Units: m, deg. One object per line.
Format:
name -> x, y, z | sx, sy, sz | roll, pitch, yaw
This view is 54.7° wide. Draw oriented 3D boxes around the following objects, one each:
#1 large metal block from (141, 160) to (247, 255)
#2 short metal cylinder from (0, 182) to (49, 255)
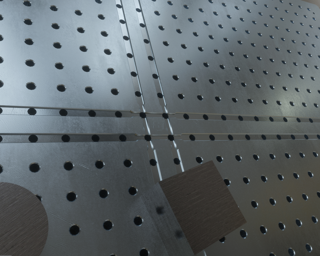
large metal block -> 0.038, 0.093, 0.356 | 0.081, 0.050, 0.080 | -16, 70, -34
short metal cylinder -> -0.140, 0.092, 0.261 | 0.081, 0.050, 0.080 | 14, 56, -21
